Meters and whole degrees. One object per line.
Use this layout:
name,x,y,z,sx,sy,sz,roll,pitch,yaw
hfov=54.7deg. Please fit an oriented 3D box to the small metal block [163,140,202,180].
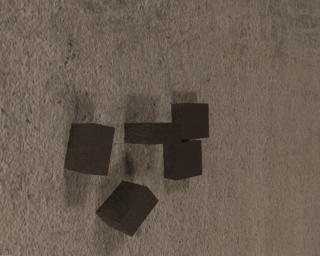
small metal block,0.032,0.043,0.434,0.050,0.025,0.050,-4,93,-40

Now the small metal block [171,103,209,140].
small metal block,0.044,-0.010,0.444,0.050,0.025,0.050,-3,92,-40

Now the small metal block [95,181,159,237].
small metal block,-0.038,0.091,0.358,0.050,0.050,0.025,-49,120,-29

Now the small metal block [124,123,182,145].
small metal block,-0.009,0.006,0.383,0.050,0.050,0.025,0,91,-40

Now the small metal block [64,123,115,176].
small metal block,-0.075,0.022,0.327,0.025,0.050,0.050,14,82,-40
